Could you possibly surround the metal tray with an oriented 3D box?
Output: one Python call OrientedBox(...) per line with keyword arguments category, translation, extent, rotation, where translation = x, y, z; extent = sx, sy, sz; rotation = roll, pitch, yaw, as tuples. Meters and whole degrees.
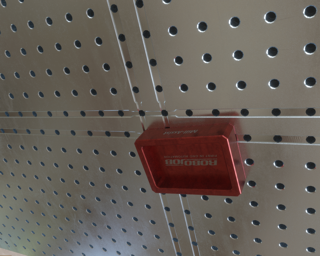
OrientedBox(category="metal tray", translation=(0.039, 0.045, 0.413), extent=(0.130, 0.030, 0.090), rotation=(-5, 116, 30))
